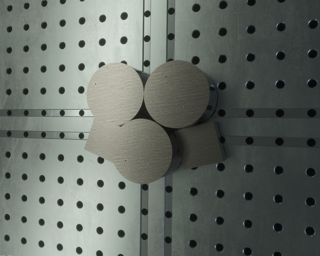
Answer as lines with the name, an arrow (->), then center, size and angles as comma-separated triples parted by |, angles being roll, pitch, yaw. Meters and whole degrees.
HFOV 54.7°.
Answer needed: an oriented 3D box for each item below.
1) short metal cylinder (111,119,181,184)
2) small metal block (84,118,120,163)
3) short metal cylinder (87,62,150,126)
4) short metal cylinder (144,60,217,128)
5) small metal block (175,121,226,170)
short metal cylinder -> -0.015, 0.028, 0.401 | 0.080, 0.050, 0.079 | 0, 90, 20
small metal block -> -0.072, 0.015, 0.434 | 0.050, 0.025, 0.050 | 22, 97, 18
short metal cylinder -> -0.049, -0.043, 0.413 | 0.080, 0.050, 0.079 | 0, 90, 20
short metal cylinder -> 0.027, -0.040, 0.386 | 0.080, 0.050, 0.079 | 0, 90, 20
small metal block -> 0.051, 0.022, 0.391 | 0.050, 0.025, 0.050 | -15, 85, 19
